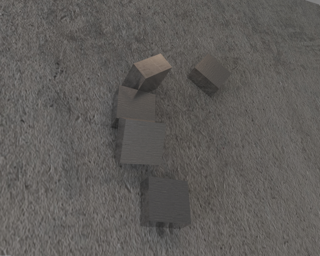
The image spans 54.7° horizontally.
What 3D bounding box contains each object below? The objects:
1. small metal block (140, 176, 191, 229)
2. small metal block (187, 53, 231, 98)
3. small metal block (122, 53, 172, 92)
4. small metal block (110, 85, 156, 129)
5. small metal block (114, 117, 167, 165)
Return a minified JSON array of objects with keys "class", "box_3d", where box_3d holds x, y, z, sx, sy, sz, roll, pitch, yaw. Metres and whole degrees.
[{"class":"small metal block","box_3d":[0.006,0.086,0.354,0.050,0.025,0.050,11,57,-22]},{"class":"small metal block","box_3d":[0.079,-0.085,0.498,0.050,0.025,0.050,41,51,0]},{"class":"small metal block","box_3d":[-0.019,-0.069,0.419,0.050,0.050,0.025,-31,79,-38]},{"class":"small metal block","box_3d":[-0.034,-0.022,0.399,0.050,0.025,0.050,13,57,-21]},{"class":"small metal block","box_3d":[-0.024,0.016,0.366,0.050,0.025,0.050,6,95,-25]}]
